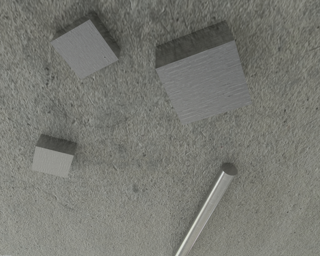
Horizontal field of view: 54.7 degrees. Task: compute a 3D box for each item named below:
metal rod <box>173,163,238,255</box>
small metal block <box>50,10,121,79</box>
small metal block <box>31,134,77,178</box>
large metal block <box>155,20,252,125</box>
[{"bbox_3d":[0.068,0.172,0.554,0.025,0.025,0.298,10,130,-9],"label":"metal rod"},{"bbox_3d":[-0.078,-0.088,0.331,0.050,0.025,0.050,-23,127,18],"label":"small metal block"},{"bbox_3d":[-0.150,0.040,0.439,0.050,0.025,0.050,16,128,-14],"label":"small metal block"},{"bbox_3d":[0.048,-0.059,0.342,0.080,0.050,0.080,-18,128,14],"label":"large metal block"}]
